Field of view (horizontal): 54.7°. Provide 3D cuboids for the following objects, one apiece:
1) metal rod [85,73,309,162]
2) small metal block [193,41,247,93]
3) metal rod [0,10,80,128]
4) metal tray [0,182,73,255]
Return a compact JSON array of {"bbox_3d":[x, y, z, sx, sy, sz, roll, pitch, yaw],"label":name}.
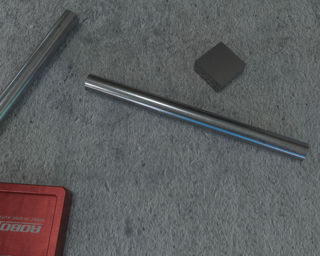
[{"bbox_3d":[0.044,-0.016,0.414,0.301,0.025,0.025,19,71,6],"label":"metal rod"},{"bbox_3d":[0.085,-0.087,0.441,0.050,0.025,0.050,-39,75,-13],"label":"small metal block"},{"bbox_3d":[-0.202,-0.044,0.421,0.025,0.025,0.300,26,72,9],"label":"metal rod"},{"bbox_3d":[-0.177,0.111,0.362,0.131,0.030,0.090,4,70,1],"label":"metal tray"}]
